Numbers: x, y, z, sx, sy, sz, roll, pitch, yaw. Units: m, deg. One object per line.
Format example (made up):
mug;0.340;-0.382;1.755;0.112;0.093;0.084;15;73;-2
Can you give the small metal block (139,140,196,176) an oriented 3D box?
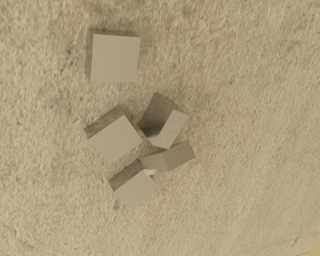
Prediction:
small metal block;0.010;0.040;0.411;0.050;0.050;0.025;-22;91;-39

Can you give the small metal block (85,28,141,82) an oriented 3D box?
small metal block;-0.051;-0.077;0.332;0.050;0.025;0.050;-4;121;-27

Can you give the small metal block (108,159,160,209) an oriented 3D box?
small metal block;-0.036;0.080;0.438;0.050;0.025;0.050;-37;130;-4

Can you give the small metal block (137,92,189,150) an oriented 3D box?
small metal block;0.003;-0.009;0.388;0.025;0.050;0.050;19;108;-36

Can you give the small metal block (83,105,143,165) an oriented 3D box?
small metal block;-0.057;0.009;0.383;0.050;0.025;0.050;-36;129;-5
